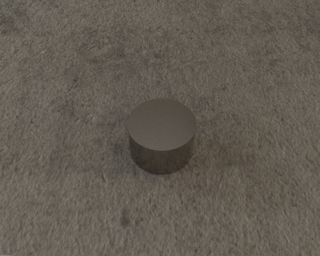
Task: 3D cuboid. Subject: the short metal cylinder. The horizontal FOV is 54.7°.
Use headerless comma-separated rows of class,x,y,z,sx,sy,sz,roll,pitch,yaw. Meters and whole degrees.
short metal cylinder,0.002,0.010,0.379,0.081,0.050,0.080,0,50,0
